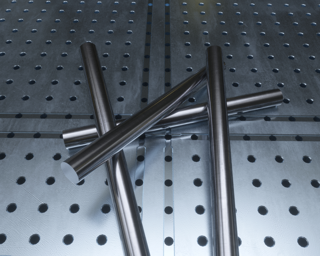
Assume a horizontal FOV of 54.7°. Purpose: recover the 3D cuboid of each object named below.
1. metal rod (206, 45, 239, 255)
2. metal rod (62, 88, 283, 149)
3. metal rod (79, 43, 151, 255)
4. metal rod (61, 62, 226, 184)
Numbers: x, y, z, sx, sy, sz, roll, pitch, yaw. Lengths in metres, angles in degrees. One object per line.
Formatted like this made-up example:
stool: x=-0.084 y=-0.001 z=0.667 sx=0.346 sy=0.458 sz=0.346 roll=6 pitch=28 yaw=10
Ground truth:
metal rod: x=0.071 y=0.014 z=0.373 sx=0.025 sy=0.025 sz=0.300 roll=3 pitch=57 yaw=2
metal rod: x=0.025 y=-0.015 z=0.420 sx=0.302 sy=0.025 sz=0.025 roll=-12 pitch=51 yaw=-10
metal rod: x=-0.061 y=0.011 z=0.369 sx=0.025 sy=0.025 sz=0.299 roll=-13 pitch=60 yaw=-11
metal rod: x=0.004 y=-0.028 z=0.395 sx=0.025 sy=0.025 sz=0.302 roll=31 pitch=45 yaw=23
